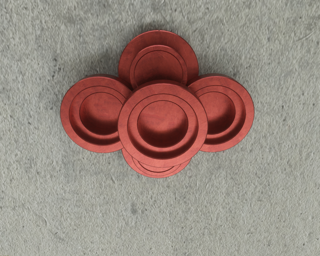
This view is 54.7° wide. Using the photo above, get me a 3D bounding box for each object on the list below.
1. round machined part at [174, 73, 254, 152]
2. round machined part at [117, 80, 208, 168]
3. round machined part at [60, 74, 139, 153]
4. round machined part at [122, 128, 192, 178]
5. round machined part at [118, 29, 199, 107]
[{"bbox_3d":[0.065,-0.022,0.395,0.099,0.042,0.097,0,110,-1],"label":"round machined part"},{"bbox_3d":[0.003,-0.007,0.354,0.099,0.042,0.097,0,111,-1],"label":"round machined part"},{"bbox_3d":[-0.071,-0.021,0.393,0.099,0.042,0.097,0,110,-1],"label":"round machined part"},{"bbox_3d":[-0.003,0.024,0.411,0.099,0.042,0.097,0,110,-1],"label":"round machined part"},{"bbox_3d":[-0.002,-0.068,0.377,0.099,0.042,0.097,0,110,-1],"label":"round machined part"}]
